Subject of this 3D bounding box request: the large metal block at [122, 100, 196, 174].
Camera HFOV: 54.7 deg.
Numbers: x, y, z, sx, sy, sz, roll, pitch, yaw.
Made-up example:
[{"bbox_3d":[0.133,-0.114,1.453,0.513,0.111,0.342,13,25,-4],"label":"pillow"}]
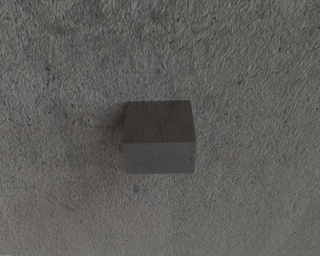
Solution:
[{"bbox_3d":[-0.001,0.009,0.381,0.081,0.080,0.050,-1,130,0],"label":"large metal block"}]
